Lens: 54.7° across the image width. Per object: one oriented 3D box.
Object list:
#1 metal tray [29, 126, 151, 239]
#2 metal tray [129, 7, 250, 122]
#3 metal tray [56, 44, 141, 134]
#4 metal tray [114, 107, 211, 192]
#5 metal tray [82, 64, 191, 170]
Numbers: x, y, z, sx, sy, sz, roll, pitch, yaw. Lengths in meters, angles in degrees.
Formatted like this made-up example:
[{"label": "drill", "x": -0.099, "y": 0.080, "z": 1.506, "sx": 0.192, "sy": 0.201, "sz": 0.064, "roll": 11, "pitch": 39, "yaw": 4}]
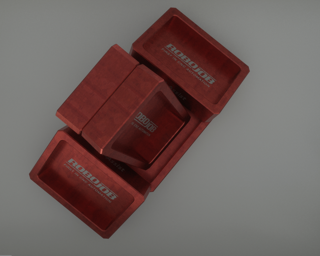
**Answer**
[{"label": "metal tray", "x": -0.088, "y": 0.067, "z": 0.389, "sx": 0.130, "sy": 0.030, "sz": 0.090, "roll": 40, "pitch": 114, "yaw": -1}, {"label": "metal tray", "x": 0.038, "y": -0.081, "z": 0.390, "sx": 0.130, "sy": 0.030, "sz": 0.090, "roll": 39, "pitch": 64, "yaw": 0}, {"label": "metal tray", "x": -0.059, "y": -0.037, "z": 0.355, "sx": 0.030, "sy": 0.130, "sz": 0.090, "roll": 40, "pitch": 90, "yaw": 0}, {"label": "metal tray", "x": -0.006, "y": 0.006, "z": 0.407, "sx": 0.090, "sy": 0.030, "sz": 0.130, "roll": 39, "pitch": 90, "yaw": -1}, {"label": "metal tray", "x": -0.018, "y": -0.004, "z": 0.345, "sx": 0.030, "sy": 0.130, "sz": 0.090, "roll": 40, "pitch": 90, "yaw": 23}]
